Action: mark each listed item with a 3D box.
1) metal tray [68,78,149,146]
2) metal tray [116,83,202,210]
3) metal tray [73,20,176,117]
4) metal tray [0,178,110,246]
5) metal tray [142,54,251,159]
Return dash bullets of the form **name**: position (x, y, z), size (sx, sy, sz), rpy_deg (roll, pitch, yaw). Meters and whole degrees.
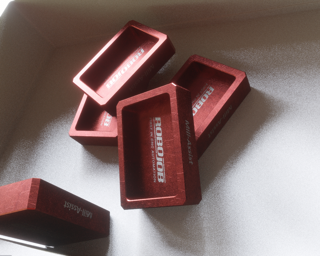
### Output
- **metal tray**: position (-0.072, -0.038, 0.461), size (0.090, 0.030, 0.130), rpy_deg (1, 62, 28)
- **metal tray**: position (-0.005, 0.024, 0.352), size (0.090, 0.030, 0.129), rpy_deg (-15, 73, 35)
- **metal tray**: position (-0.052, -0.089, 0.443), size (0.130, 0.030, 0.090), rpy_deg (-48, 52, -6)
- **metal tray**: position (-0.127, 0.099, 0.342), size (0.090, 0.130, 0.030), rpy_deg (-16, 56, 19)
- **metal tray**: position (0.041, -0.027, 0.396), size (0.090, 0.030, 0.130), rpy_deg (31, 79, 37)
